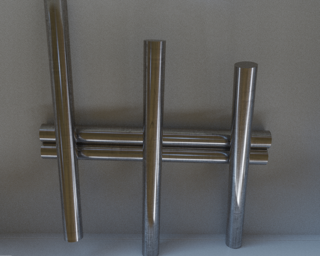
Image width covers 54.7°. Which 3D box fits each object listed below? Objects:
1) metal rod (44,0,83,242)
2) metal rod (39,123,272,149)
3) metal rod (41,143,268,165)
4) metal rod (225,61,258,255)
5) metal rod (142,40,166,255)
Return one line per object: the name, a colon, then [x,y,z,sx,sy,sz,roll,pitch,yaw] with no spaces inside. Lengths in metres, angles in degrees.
metal rod: [-0.117,0.000,0.383,0.025,0.025,0.298,-1,102,0]
metal rod: [-0.005,0.011,0.414,0.302,0.025,0.025,2,110,-1]
metal rod: [-0.006,0.034,0.423,0.302,0.025,0.025,2,110,-1]
metal rod: [0.104,0.061,0.410,0.025,0.025,0.298,-4,119,1]
metal rod: [-0.010,0.041,0.399,0.025,0.025,0.298,1,110,-1]
